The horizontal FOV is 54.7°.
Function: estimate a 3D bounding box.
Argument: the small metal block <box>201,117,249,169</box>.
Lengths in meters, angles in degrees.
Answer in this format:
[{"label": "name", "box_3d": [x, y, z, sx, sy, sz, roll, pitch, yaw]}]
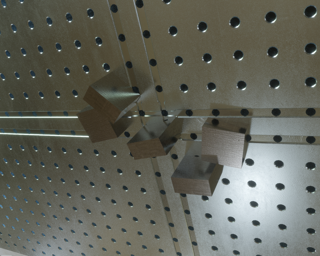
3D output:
[{"label": "small metal block", "box_3d": [0.079, 0.018, 0.380, 0.050, 0.025, 0.050, 10, 123, 22]}]

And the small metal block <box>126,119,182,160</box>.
[{"label": "small metal block", "box_3d": [-0.007, 0.015, 0.407, 0.050, 0.050, 0.025, -12, 112, 33]}]

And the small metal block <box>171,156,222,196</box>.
[{"label": "small metal block", "box_3d": [0.049, 0.061, 0.406, 0.050, 0.050, 0.025, 0, 118, 28]}]

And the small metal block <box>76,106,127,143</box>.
[{"label": "small metal block", "box_3d": [-0.085, -0.009, 0.448, 0.050, 0.025, 0.050, -13, 112, 33]}]

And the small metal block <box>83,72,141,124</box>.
[{"label": "small metal block", "box_3d": [-0.061, -0.040, 0.401, 0.050, 0.050, 0.025, 39, 129, 1]}]
